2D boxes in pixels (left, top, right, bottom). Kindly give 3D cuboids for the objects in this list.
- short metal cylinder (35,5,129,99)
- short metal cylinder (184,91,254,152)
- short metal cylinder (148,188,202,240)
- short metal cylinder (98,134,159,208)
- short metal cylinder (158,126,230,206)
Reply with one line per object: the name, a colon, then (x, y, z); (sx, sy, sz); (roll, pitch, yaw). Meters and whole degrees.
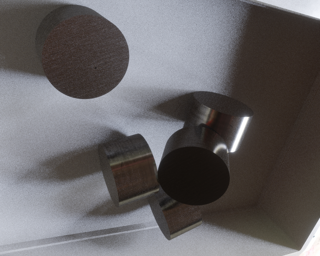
short metal cylinder: (-0.077, -0.075, 0.305); (0.081, 0.050, 0.079); (-14, 125, -21)
short metal cylinder: (0.076, -0.010, 0.410); (0.081, 0.080, 0.050); (1, 118, -30)
short metal cylinder: (0.020, 0.117, 0.458); (0.050, 0.080, 0.079); (-21, 127, -17)
short metal cylinder: (-0.040, 0.052, 0.384); (0.050, 0.080, 0.079); (-16, 125, -20)
short metal cylinder: (0.041, 0.044, 0.368); (0.080, 0.050, 0.079); (4, 117, 8)
